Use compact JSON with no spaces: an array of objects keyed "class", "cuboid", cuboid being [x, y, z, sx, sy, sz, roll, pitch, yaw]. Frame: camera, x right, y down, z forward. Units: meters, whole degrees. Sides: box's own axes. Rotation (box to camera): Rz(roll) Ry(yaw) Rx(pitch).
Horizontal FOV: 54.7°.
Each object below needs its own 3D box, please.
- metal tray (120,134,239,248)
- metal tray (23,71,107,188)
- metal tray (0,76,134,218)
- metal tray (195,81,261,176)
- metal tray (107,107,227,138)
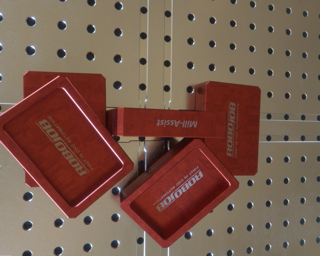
[{"class":"metal tray","cuboid":[0.024,0.081,0.400,0.130,0.030,0.090,-41,105,2]},{"class":"metal tray","cuboid":[-0.112,0.001,0.369,0.091,0.030,0.129,-1,91,-20]},{"class":"metal tray","cuboid":[-0.103,0.021,0.339,0.090,0.030,0.130,-40,103,-16]},{"class":"metal tray","cuboid":[0.097,0.002,0.446,0.091,0.030,0.129,3,89,-21]},{"class":"metal tray","cuboid":[0.004,-0.005,0.379,0.131,0.090,0.030,2,90,-20]}]
